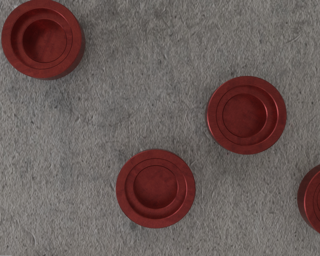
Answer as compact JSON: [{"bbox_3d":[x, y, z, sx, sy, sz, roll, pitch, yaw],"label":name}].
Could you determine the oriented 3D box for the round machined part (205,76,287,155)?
[{"bbox_3d":[0.107,-0.016,0.402,0.099,0.042,0.097,0,90,0],"label":"round machined part"}]

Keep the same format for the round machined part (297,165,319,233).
[{"bbox_3d":[0.227,0.091,0.403,0.099,0.042,0.097,0,90,0],"label":"round machined part"}]

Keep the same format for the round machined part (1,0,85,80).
[{"bbox_3d":[-0.146,-0.110,0.400,0.099,0.042,0.097,0,90,0],"label":"round machined part"}]

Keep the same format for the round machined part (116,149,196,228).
[{"bbox_3d":[-0.005,0.075,0.401,0.099,0.042,0.097,0,90,0],"label":"round machined part"}]
